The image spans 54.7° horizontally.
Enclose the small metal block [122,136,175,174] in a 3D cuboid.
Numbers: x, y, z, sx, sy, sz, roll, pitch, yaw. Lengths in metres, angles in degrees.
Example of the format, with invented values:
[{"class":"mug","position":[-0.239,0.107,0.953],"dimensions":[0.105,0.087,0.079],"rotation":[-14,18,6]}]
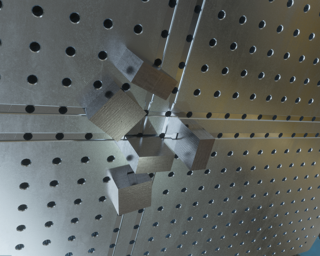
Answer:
[{"class":"small metal block","position":[-0.016,0.034,0.409],"dimensions":[0.050,0.050,0.025],"rotation":[0,119,-29]}]

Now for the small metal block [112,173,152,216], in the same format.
[{"class":"small metal block","position":[-0.040,0.094,0.449],"dimensions":[0.050,0.025,0.050],"rotation":[-11,123,-23]}]

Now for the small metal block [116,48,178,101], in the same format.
[{"class":"small metal block","position":[-0.015,-0.061,0.350],"dimensions":[0.050,0.050,0.025],"rotation":[24,105,-37]}]

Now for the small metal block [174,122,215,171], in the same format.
[{"class":"small metal block","position":[0.047,0.025,0.438],"dimensions":[0.025,0.050,0.050],"rotation":[-2,119,-28]}]

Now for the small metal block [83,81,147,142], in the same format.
[{"class":"small metal block","position":[-0.053,-0.019,0.371],"dimensions":[0.050,0.025,0.050],"rotation":[-44,130,2]}]
